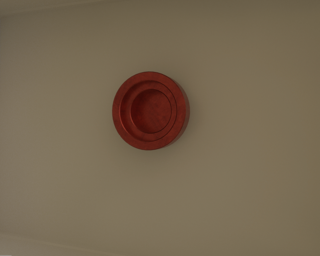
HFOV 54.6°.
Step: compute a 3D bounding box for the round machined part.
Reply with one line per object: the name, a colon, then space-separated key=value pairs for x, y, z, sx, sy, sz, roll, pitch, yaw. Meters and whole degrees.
round machined part: x=-0.009 y=-0.021 z=0.402 sx=0.098 sy=0.042 sz=0.097 roll=0 pitch=90 yaw=20
